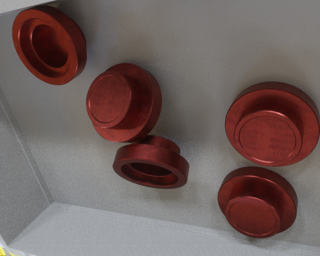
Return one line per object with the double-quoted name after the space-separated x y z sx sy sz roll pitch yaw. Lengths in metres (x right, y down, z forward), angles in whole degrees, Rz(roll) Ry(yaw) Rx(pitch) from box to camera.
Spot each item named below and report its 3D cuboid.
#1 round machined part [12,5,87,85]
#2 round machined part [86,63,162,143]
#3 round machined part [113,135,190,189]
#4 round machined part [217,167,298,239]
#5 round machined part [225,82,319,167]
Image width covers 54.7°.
-0.136 -0.108 0.400 0.098 0.042 0.097 13 127 19 "round machined part"
-0.050 -0.031 0.374 0.098 0.042 0.097 -4 82 31 "round machined part"
-0.009 0.043 0.412 0.099 0.042 0.098 9 151 5 "round machined part"
0.122 0.101 0.396 0.098 0.042 0.097 13 124 21 "round machined part"
0.119 0.003 0.337 0.098 0.042 0.097 13 124 21 "round machined part"
